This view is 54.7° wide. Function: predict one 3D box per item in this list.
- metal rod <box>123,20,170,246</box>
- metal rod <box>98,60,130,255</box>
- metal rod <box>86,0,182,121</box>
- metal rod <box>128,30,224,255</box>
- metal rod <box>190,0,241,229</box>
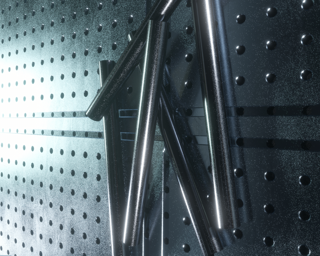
[{"bbox_3d":[-0.020,0.019,0.397,0.025,0.025,0.298,21,111,37],"label":"metal rod"},{"bbox_3d":[-0.069,0.048,0.463,0.025,0.025,0.298,-8,85,39],"label":"metal rod"},{"bbox_3d":[-0.013,-0.122,0.384,0.298,0.025,0.025,-51,61,27],"label":"metal rod"},{"bbox_3d":[0.014,0.006,0.395,0.025,0.025,0.299,-30,72,36],"label":"metal rod"},{"bbox_3d":[0.061,-0.039,0.357,0.025,0.025,0.298,-10,84,39],"label":"metal rod"}]
